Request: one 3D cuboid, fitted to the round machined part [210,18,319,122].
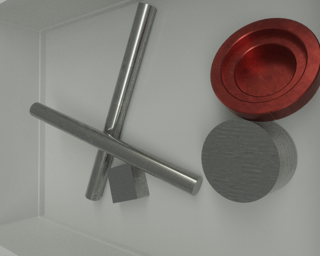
[{"bbox_3d":[0.102,-0.051,0.297,0.098,0.042,0.098,-12,65,28],"label":"round machined part"}]

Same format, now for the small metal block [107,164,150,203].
[{"bbox_3d":[-0.046,0.077,0.443,0.050,0.025,0.050,-20,77,38],"label":"small metal block"}]

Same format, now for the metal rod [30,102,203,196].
[{"bbox_3d":[-0.079,0.020,0.438,0.300,0.025,0.025,22,104,27],"label":"metal rod"}]

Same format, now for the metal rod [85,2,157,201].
[{"bbox_3d":[-0.062,-0.028,0.455,0.025,0.025,0.298,29,108,36],"label":"metal rod"}]

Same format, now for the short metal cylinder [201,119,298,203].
[{"bbox_3d":[0.090,0.031,0.314,0.080,0.050,0.079,1,92,40],"label":"short metal cylinder"}]
